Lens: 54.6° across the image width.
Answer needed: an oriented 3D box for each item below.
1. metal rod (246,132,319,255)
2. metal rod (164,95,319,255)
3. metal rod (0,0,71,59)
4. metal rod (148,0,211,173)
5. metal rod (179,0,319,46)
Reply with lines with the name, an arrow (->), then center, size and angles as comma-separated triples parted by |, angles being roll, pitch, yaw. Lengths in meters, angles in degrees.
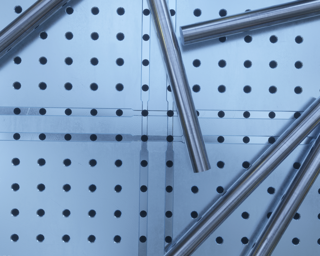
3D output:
metal rod -> 0.175, 0.098, 0.414 | 0.025, 0.025, 0.299 | 31, 90, 0
metal rod -> 0.119, 0.072, 0.414 | 0.025, 0.025, 0.300 | 44, 90, 0
metal rod -> -0.139, -0.171, 0.412 | 0.300, 0.025, 0.025 | -40, 90, 0
metal rod -> 0.018, -0.088, 0.413 | 0.025, 0.025, 0.299 | -15, 90, 0
metal rod -> 0.175, -0.154, 0.409 | 0.302, 0.025, 0.025 | -13, 90, -2
